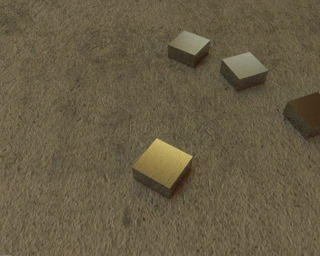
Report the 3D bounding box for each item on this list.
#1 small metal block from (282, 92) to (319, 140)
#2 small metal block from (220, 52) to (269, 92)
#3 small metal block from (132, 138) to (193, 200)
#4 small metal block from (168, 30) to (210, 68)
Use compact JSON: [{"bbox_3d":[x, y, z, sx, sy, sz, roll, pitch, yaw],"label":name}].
[{"bbox_3d":[0.205,-0.017,0.419,0.050,0.025,0.050,-17,52,-14],"label":"small metal block"},{"bbox_3d":[0.128,-0.087,0.477,0.050,0.025,0.050,-18,52,-15],"label":"small metal block"},{"bbox_3d":[0.003,0.047,0.364,0.050,0.025,0.050,27,55,20],"label":"small metal block"},{"bbox_3d":[0.048,-0.132,0.514,0.050,0.025,0.050,28,55,21],"label":"small metal block"}]
